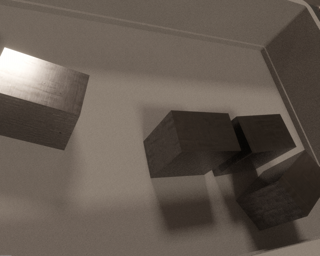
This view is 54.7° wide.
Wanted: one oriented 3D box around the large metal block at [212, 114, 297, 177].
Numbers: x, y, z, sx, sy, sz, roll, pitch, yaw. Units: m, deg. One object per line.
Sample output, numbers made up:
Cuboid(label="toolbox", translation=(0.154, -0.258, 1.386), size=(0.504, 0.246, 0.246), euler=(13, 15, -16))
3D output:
Cuboid(label="large metal block", translation=(0.119, 0.024, 0.422), size=(0.081, 0.080, 0.050), euler=(-4, 64, -30))

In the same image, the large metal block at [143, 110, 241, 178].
Cuboid(label="large metal block", translation=(0.036, 0.022, 0.378), size=(0.081, 0.080, 0.050), euler=(1, 61, -28))

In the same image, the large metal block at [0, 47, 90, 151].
Cuboid(label="large metal block", translation=(-0.126, -0.025, 0.318), size=(0.081, 0.080, 0.050), euler=(16, 55, -19))

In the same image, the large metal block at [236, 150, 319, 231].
Cuboid(label="large metal block", translation=(0.162, 0.083, 0.410), size=(0.081, 0.080, 0.050), euler=(-31, 80, -38))
